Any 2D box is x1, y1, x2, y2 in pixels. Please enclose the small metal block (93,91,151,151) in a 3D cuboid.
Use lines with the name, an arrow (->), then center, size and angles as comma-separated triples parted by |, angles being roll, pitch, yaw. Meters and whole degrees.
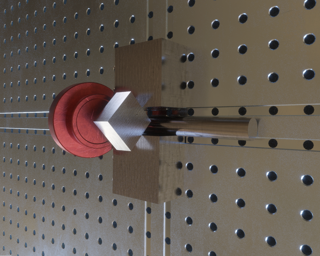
small metal block -> -0.044, -0.008, 0.372 | 0.025, 0.050, 0.050 | 1, 47, 40

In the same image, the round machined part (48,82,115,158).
round machined part -> -0.087, -0.010, 0.396 | 0.042, 0.099, 0.097 | 7, 95, 54

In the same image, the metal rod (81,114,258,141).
metal rod -> -0.017, -0.004, 0.423 | 0.300, 0.025, 0.025 | 3, 92, 40

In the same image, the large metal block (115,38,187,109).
large metal block -> -0.013, -0.066, 0.404 | 0.080, 0.050, 0.079 | 1, 91, 40

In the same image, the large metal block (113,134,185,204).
large metal block -> -0.016, 0.048, 0.406 | 0.080, 0.050, 0.079 | 2, 91, 40
